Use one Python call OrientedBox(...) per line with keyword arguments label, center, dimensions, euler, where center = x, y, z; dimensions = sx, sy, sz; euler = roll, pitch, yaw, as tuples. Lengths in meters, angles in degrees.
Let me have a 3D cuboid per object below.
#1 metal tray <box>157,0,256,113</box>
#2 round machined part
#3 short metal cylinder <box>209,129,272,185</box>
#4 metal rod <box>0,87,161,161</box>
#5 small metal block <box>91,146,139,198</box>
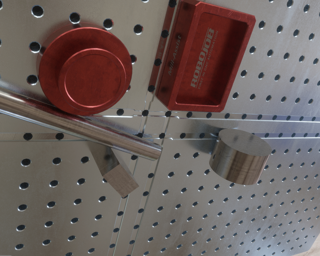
OrientedBox(label="metal tray", center=(0.056, -0.085, 0.387), dimensions=(0.091, 0.030, 0.129), euler=(1, 118, -29))
OrientedBox(label="round machined part", center=(-0.075, -0.056, 0.326), dimensions=(0.099, 0.042, 0.097), euler=(-14, 125, -21))
OrientedBox(label="short metal cylinder", center=(0.121, 0.042, 0.470), dimensions=(0.081, 0.080, 0.050), euler=(0, 119, -29))
OrientedBox(label="metal rod", center=(-0.119, -0.012, 0.339), dimensions=(0.302, 0.025, 0.025), euler=(22, 106, -37))
OrientedBox(label="small metal block", center=(-0.058, 0.054, 0.398), dimensions=(0.025, 0.050, 0.050), euler=(-36, 130, -5))
